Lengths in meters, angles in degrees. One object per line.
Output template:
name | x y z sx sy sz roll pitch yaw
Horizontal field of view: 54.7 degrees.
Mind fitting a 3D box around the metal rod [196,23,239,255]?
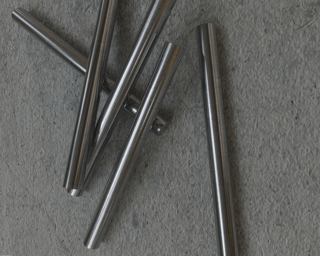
metal rod | 0.071 0.022 0.383 0.025 0.025 0.298 -6 88 20

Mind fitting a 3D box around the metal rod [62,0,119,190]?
metal rod | -0.086 -0.070 0.412 0.025 0.025 0.299 7 82 20

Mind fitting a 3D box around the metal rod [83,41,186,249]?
metal rod | -0.040 0.034 0.402 0.025 0.025 0.298 29 107 17

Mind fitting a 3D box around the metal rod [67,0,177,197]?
metal rod | -0.057 -0.031 0.402 0.025 0.025 0.298 35 111 16

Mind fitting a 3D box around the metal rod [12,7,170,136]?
metal rod | -0.109 -0.088 0.447 0.300 0.025 0.025 38 102 15
